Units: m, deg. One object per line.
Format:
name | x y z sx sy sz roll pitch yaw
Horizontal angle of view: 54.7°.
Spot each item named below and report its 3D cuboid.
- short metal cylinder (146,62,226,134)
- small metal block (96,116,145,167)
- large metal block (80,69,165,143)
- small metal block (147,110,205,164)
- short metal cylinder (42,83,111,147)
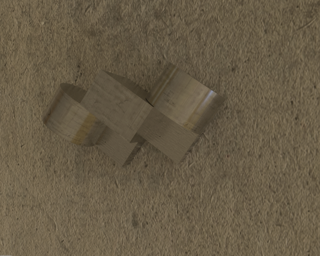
short metal cylinder | 0.031 -0.036 0.370 0.080 0.080 0.050 37 102 16
small metal block | -0.053 0.017 0.429 0.050 0.025 0.050 37 102 16
large metal block | -0.039 -0.026 0.395 0.080 0.080 0.050 37 102 16
small metal block | 0.021 0.011 0.403 0.050 0.025 0.050 37 102 16
short metal cylinder | -0.110 -0.018 0.420 0.080 0.080 0.050 37 102 16
